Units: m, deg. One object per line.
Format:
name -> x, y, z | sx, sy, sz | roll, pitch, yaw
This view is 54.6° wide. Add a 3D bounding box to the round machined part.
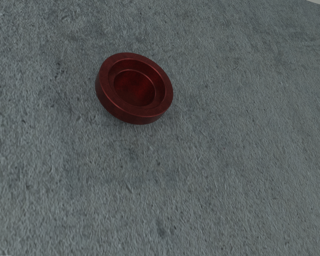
round machined part -> -0.036, -0.046, 0.402 | 0.099, 0.042, 0.098 | 13, 56, -21
